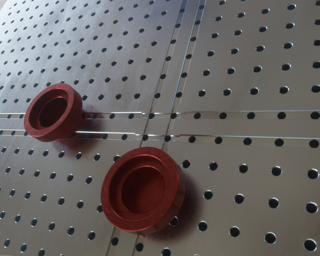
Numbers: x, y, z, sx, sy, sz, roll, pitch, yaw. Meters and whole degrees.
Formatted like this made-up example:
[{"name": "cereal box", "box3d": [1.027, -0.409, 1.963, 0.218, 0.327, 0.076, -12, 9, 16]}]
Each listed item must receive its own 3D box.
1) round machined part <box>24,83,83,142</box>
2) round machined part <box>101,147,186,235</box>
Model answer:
[{"name": "round machined part", "box3d": [-0.165, -0.021, 0.498, 0.098, 0.042, 0.098, -13, 56, 21]}, {"name": "round machined part", "box3d": [-0.016, 0.074, 0.361, 0.098, 0.042, 0.098, -13, 56, 21]}]
